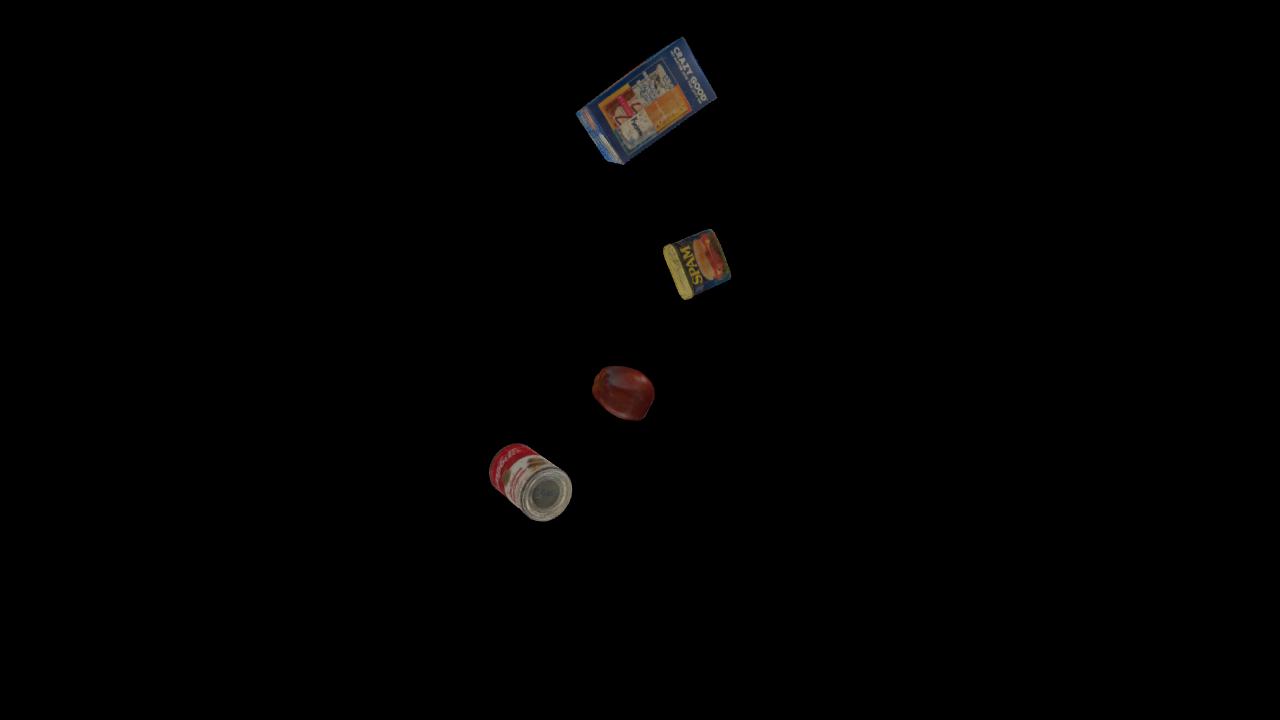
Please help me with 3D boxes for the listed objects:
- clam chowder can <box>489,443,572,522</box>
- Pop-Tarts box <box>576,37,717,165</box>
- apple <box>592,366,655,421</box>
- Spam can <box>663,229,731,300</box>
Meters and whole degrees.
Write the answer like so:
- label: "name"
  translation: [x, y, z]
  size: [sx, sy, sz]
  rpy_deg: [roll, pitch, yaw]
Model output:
- label: "clam chowder can"
  translation: [-0.134, 0.149, 0.753]
  size: [0.068, 0.068, 0.102]
  rpy_deg: [0, 10, -35]
- label: "Pop-Tarts box"
  translation: [0.000, -0.329, 0.796]
  size: [0.141, 0.083, 0.167]
  rpy_deg: [-34, 22, 3]
- label: "apple"
  translation: [-0.023, 0.047, 0.891]
  size: [0.093, 0.079, 0.079]
  rpy_deg: [23, -10, -25]
- label: "Spam can"
  translation: [0.100, -0.168, 1.074]
  size: [0.085, 0.101, 0.058]
  rpy_deg: [-25, 9, -17]
